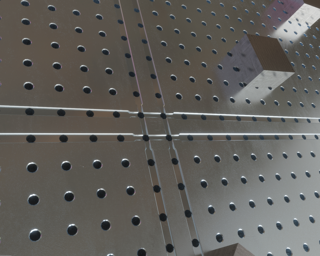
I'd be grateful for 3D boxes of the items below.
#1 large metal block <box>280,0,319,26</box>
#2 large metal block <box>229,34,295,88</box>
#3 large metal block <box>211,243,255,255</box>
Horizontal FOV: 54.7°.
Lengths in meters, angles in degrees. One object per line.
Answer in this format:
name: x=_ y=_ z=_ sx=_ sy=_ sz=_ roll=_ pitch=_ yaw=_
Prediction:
large metal block: x=0.358 y=-0.313 z=0.780 sx=0.081 sy=0.050 sz=0.080 roll=5 pitch=60 yaw=-26
large metal block: x=0.187 y=-0.121 z=0.570 sx=0.081 sy=0.050 sz=0.080 roll=-3 pitch=63 yaw=-30
large metal block: x=0.086 y=0.184 z=0.328 sx=0.080 sy=0.050 sz=0.080 roll=38 pitch=51 yaw=-3
